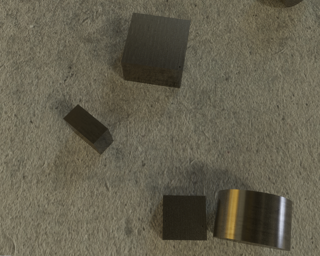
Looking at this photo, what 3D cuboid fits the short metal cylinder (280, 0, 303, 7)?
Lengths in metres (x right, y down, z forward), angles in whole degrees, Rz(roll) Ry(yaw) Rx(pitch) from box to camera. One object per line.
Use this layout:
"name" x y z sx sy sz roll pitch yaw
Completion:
"short metal cylinder" 0.206 -0.232 0.466 0.080 0.080 0.050 -31 73 -11

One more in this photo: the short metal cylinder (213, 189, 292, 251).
"short metal cylinder" 0.102 0.102 0.343 0.080 0.080 0.050 10 71 3

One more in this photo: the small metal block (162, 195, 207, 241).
"small metal block" 0.028 0.107 0.369 0.050 0.025 0.050 1 70 0

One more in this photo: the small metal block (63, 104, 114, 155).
"small metal block" -0.089 0.003 0.393 0.050 0.050 0.025 38 74 12

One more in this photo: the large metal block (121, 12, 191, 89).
"large metal block" -0.004 -0.108 0.434 0.080 0.050 0.080 9 70 3
